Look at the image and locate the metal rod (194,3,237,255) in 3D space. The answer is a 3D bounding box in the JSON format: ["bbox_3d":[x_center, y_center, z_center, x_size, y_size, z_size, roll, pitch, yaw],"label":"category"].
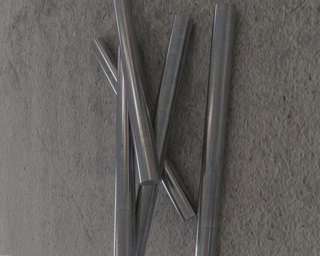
[{"bbox_3d":[0.062,0.014,0.353,0.025,0.025,0.298,7,94,40],"label":"metal rod"}]

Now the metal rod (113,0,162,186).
[{"bbox_3d":[-0.035,-0.075,0.397,0.025,0.025,0.299,-29,61,36],"label":"metal rod"}]

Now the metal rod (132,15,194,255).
[{"bbox_3d":[-0.001,0.012,0.379,0.025,0.025,0.298,11,89,39],"label":"metal rod"}]

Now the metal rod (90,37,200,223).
[{"bbox_3d":[-0.030,-0.012,0.429,0.025,0.025,0.299,-44,64,31],"label":"metal rod"}]

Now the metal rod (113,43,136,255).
[{"bbox_3d":[-0.044,0.016,0.393,0.025,0.025,0.299,-19,63,38],"label":"metal rod"}]
